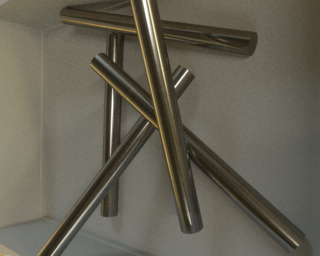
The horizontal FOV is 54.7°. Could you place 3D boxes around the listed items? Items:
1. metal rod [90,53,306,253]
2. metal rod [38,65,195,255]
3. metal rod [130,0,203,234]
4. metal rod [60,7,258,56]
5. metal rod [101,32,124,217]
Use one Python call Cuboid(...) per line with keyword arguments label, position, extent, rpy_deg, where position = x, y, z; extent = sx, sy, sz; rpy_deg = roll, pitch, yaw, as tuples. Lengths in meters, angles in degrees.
Cuboid(label="metal rod", position=(0.027, 0.014, 0.344), extent=(0.300, 0.025, 0.025), rpy_deg=(43, 117, 17))
Cuboid(label="metal rod", position=(-0.057, 0.049, 0.391), extent=(0.025, 0.025, 0.299), rpy_deg=(39, 94, 33))
Cuboid(label="metal rod", position=(0.003, -0.034, 0.310), extent=(0.025, 0.025, 0.298), rpy_deg=(-3, 105, 40))
Cuboid(label="metal rod", position=(-0.024, -0.131, 0.403), extent=(0.300, 0.025, 0.025), rpy_deg=(19, 102, 31))
Cuboid(label="metal rod", position=(-0.072, -0.017, 0.465), extent=(0.025, 0.025, 0.298), rpy_deg=(4, 92, 40))
